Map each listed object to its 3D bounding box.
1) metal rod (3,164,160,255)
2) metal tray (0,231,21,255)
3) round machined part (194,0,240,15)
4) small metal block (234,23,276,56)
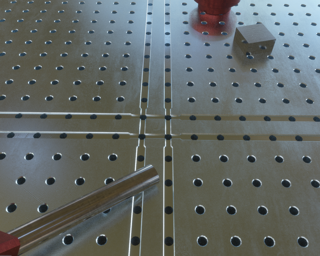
[{"bbox_3d":[-0.132,0.106,0.293,0.302,0.025,0.025,-23,54,-27],"label":"metal rod"},{"bbox_3d":[-0.198,0.123,0.268,0.131,0.030,0.090,15,86,11],"label":"metal tray"},{"bbox_3d":[0.112,-0.263,0.619,0.099,0.042,0.098,0,50,0],"label":"round machined part"},{"bbox_3d":[0.164,-0.155,0.540,0.050,0.025,0.050,-11,51,-10],"label":"small metal block"}]
